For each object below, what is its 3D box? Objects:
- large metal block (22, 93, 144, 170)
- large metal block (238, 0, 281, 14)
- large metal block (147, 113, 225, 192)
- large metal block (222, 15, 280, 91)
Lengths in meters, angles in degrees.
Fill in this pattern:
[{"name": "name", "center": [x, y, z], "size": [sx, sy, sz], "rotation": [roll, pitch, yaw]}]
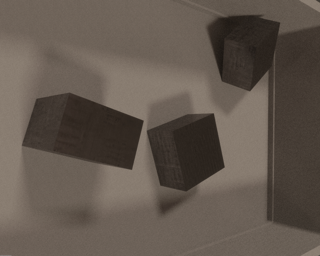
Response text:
[{"name": "large metal block", "center": [-0.077, 0.005, 0.308], "size": [0.080, 0.080, 0.050], "rotation": [21, 77, -39]}, {"name": "large metal block", "center": [0.169, -0.260, 0.537], "size": [0.081, 0.050, 0.080], "rotation": [16, 80, -39]}, {"name": "large metal block", "center": [0.037, 0.030, 0.424], "size": [0.081, 0.050, 0.079], "rotation": [-22, 104, -38]}, {"name": "large metal block", "center": [0.143, -0.119, 0.492], "size": [0.080, 0.050, 0.080], "rotation": [-45, 146, -31]}]
